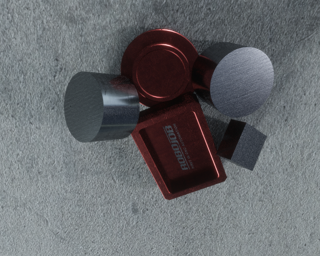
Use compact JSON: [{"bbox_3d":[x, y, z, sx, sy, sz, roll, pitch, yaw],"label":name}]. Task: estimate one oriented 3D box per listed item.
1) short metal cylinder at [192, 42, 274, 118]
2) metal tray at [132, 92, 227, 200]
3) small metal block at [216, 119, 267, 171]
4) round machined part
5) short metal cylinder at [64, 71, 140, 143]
[{"bbox_3d":[0.085,-0.058,0.366,0.081,0.050,0.079,-7,113,-17],"label":"short metal cylinder"},{"bbox_3d":[0.026,0.028,0.407,0.090,0.030,0.129,-21,119,7],"label":"metal tray"},{"bbox_3d":[0.106,0.022,0.401,0.050,0.025,0.050,27,85,-37],"label":"small metal block"},{"bbox_3d":[0.001,-0.069,0.377,0.099,0.042,0.097,0,110,0],"label":"round machined part"},{"bbox_3d":[-0.070,-0.024,0.365,0.050,0.080,0.079,-4,118,-46],"label":"short metal cylinder"}]
